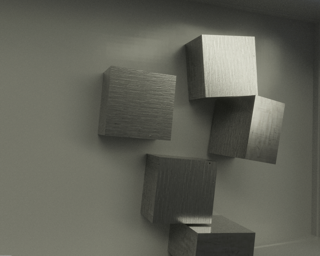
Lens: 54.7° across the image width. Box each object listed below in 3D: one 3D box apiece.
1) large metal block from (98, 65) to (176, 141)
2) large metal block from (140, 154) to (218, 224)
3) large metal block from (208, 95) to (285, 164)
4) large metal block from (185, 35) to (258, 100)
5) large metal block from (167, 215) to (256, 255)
[{"bbox_3d":[-0.030,-0.028,0.387,0.081,0.050,0.080,6,88,-20],"label":"large metal block"},{"bbox_3d":[0.024,0.079,0.407,0.081,0.050,0.080,7,88,-20],"label":"large metal block"},{"bbox_3d":[0.116,0.002,0.423,0.050,0.080,0.080,12,86,-25],"label":"large metal block"},{"bbox_3d":[0.085,-0.082,0.430,0.081,0.050,0.079,-4,92,-20],"label":"large metal block"},{"bbox_3d":[0.065,0.150,0.407,0.081,0.080,0.050,7,88,-20],"label":"large metal block"}]
